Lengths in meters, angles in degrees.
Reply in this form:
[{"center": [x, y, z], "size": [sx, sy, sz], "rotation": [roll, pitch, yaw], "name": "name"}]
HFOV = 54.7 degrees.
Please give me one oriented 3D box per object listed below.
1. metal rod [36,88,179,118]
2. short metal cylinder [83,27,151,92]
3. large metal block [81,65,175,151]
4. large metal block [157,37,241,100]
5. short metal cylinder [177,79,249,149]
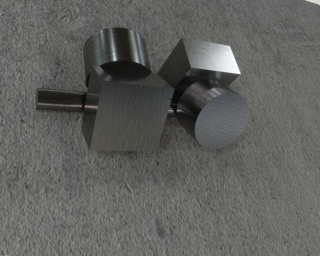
[{"center": [-0.006, -0.028, 0.421], "size": [0.303, 0.025, 0.025], "rotation": [2, 61, -27], "name": "metal rod"}, {"center": [-0.053, -0.078, 0.388], "size": [0.081, 0.080, 0.050], "rotation": [3, 60, -27], "name": "short metal cylinder"}, {"center": [-0.039, -0.021, 0.354], "size": [0.081, 0.079, 0.050], "rotation": [3, 26, -27], "name": "large metal block"}, {"center": [0.053, -0.078, 0.445], "size": [0.081, 0.080, 0.050], "rotation": [1, 61, -28], "name": "large metal block"}, {"center": [0.069, -0.019, 0.411], "size": [0.081, 0.079, 0.050], "rotation": [2, 26, -27], "name": "short metal cylinder"}]
